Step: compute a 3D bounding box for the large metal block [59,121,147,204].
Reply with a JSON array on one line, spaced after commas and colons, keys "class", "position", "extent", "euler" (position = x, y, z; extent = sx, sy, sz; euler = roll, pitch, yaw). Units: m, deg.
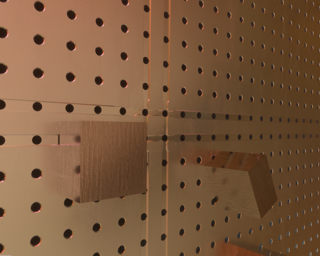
[{"class": "large metal block", "position": [-0.062, 0.033, 0.343], "extent": [0.081, 0.050, 0.079], "euler": [1, 90, -40]}]

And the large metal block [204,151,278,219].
[{"class": "large metal block", "position": [0.125, 0.085, 0.481], "extent": [0.050, 0.080, 0.080], "euler": [-31, 110, -36]}]

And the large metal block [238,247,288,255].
[{"class": "large metal block", "position": [0.177, 0.259, 0.546], "extent": [0.080, 0.050, 0.080], "euler": [20, 78, -39]}]
